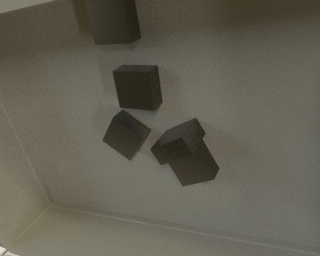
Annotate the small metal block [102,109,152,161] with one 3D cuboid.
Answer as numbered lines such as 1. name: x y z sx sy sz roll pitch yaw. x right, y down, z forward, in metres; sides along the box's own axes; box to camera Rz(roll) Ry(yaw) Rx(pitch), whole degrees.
1. small metal block: -0.048 0.010 0.440 0.050 0.025 0.050 35 129 4

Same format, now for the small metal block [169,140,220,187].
1. small metal block: 0.043 0.047 0.415 0.050 0.025 0.050 -21 108 36

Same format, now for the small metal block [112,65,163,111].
1. small metal block: -0.027 -0.052 0.391 0.050 0.025 0.050 6 121 25

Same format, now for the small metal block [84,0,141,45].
1. small metal block: -0.054 -0.125 0.359 0.050 0.025 0.050 5 121 25

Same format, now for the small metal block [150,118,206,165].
1. small metal block: 0.023 0.017 0.391 0.050 0.050 0.025 -24 106 36
